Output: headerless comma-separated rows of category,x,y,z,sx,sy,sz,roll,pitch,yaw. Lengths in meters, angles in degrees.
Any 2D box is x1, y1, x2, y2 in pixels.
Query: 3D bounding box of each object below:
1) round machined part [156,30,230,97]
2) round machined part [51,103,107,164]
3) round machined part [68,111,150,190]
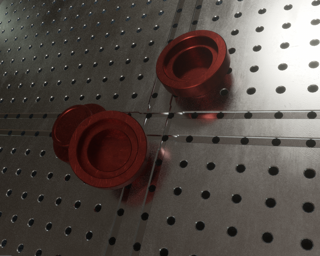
round machined part,0.047,-0.082,0.422,0.098,0.042,0.098,-13,56,20
round machined part,-0.118,0.005,0.454,0.098,0.042,0.098,-13,56,20
round machined part,-0.062,0.030,0.396,0.099,0.042,0.098,-2,72,6
